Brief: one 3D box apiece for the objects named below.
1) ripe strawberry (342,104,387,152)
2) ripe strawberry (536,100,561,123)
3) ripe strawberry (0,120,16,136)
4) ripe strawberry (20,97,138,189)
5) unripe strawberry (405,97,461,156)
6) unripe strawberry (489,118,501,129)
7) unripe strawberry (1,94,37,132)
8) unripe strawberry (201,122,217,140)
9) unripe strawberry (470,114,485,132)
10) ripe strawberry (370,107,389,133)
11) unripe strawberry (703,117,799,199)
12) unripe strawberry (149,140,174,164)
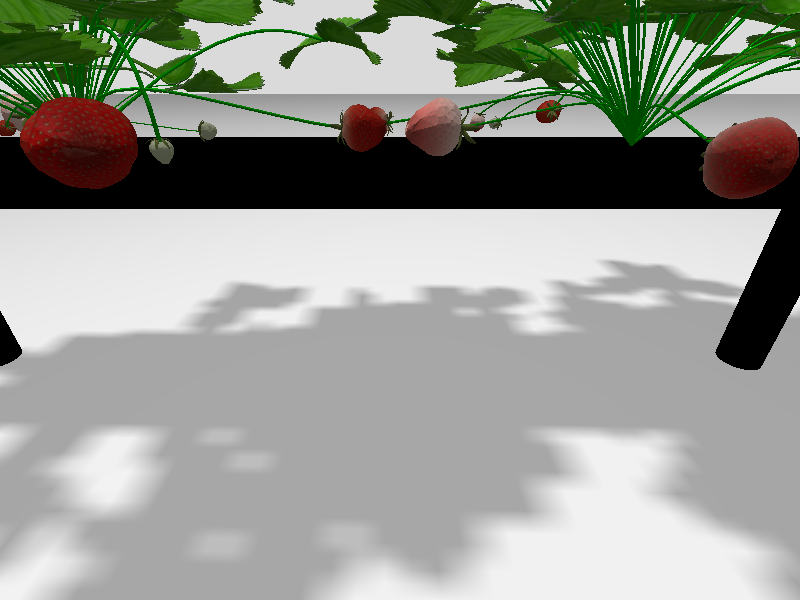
[{"bbox_3d":[-0.026,-0.130,0.303,0.033,0.033,0.031,3,29,5],"label":"ripe strawberry"},{"bbox_3d":[0.180,-0.230,0.489,0.029,0.025,0.029,-1,21,-3],"label":"ripe strawberry"},{"bbox_3d":[-0.370,-0.160,0.375,0.016,0.013,0.016,-1,25,30],"label":"ripe strawberry"},{"bbox_3d":[-0.142,-0.069,0.180,0.044,0.039,0.040,-20,35,-32],"label":"ripe strawberry"},{"bbox_3d":[0.022,-0.120,0.279,0.039,0.038,0.036,-8,30,-14],"label":"unripe strawberry"},{"bbox_3d":[0.103,-0.193,0.437,0.013,0.011,0.013,-18,23,-30],"label":"unripe strawberry"},{"bbox_3d":[-0.373,-0.184,0.397,0.038,0.037,0.035,20,34,33],"label":"unripe strawberry"},{"bbox_3d":[-0.169,-0.150,0.354,0.014,0.015,0.013,-9,30,-18],"label":"unripe strawberry"},{"bbox_3d":[0.081,-0.187,0.423,0.017,0.017,0.015,-25,55,-38],"label":"unripe strawberry"},{"bbox_3d":[-0.025,-0.162,0.367,0.028,0.027,0.026,6,29,12],"label":"ripe strawberry"},{"bbox_3d":[0.151,-0.059,0.172,0.032,0.034,0.035,6,30,11],"label":"unripe strawberry"},{"bbox_3d":[-0.119,-0.074,0.200,0.011,0.011,0.011,25,37,38],"label":"unripe strawberry"}]
